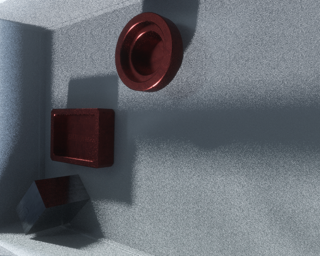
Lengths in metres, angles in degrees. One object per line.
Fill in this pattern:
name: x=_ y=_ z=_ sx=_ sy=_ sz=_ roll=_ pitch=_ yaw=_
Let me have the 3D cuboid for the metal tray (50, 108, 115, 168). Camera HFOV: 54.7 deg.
metal tray: x=-0.130 y=0.013 z=0.507 sx=0.130 sy=0.030 sz=0.089 roll=2 pitch=91 yaw=39

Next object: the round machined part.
round machined part: x=-0.010 y=-0.095 z=0.402 sx=0.098 sy=0.042 sz=0.097 roll=0 pitch=90 yaw=39

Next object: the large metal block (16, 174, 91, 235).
large metal block: x=-0.178 y=0.125 z=0.514 sx=0.080 sy=0.081 sz=0.050 roll=-49 pitch=61 yaw=29
